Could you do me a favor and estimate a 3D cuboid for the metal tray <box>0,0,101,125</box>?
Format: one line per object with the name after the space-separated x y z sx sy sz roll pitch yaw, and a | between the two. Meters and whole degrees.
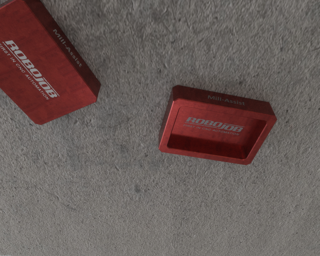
-0.139 -0.070 0.343 0.090 0.030 0.130 -21 128 16 | metal tray

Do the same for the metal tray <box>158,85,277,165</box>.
0.071 0.000 0.403 0.131 0.030 0.089 9 130 -9 | metal tray
